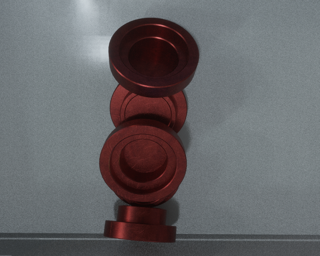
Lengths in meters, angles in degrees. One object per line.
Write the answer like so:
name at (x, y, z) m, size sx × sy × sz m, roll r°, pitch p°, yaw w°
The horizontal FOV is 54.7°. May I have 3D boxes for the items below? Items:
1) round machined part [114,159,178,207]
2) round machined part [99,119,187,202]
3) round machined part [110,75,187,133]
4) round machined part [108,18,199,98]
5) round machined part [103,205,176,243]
round machined part at (-0.021, 0.069, 0.425) m, size 0.099 × 0.042 × 0.097 m, roll 0°, pitch 110°, yaw -1°
round machined part at (-0.019, 0.035, 0.367) m, size 0.099 × 0.042 × 0.097 m, roll 0°, pitch 110°, yaw -1°
round machined part at (-0.014, -0.022, 0.392) m, size 0.099 × 0.042 × 0.097 m, roll 0°, pitch 110°, yaw -1°
round machined part at (-0.008, -0.075, 0.353) m, size 0.099 × 0.098 × 0.042 m, roll 7°, pitch 152°, yaw -3°
round machined part at (-0.026, 0.132, 0.430) m, size 0.099 × 0.098 × 0.042 m, roll 6°, pitch 73°, yaw -3°
